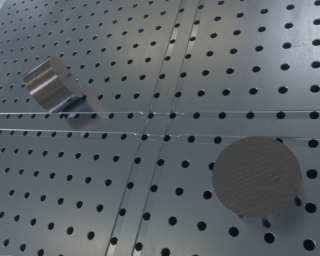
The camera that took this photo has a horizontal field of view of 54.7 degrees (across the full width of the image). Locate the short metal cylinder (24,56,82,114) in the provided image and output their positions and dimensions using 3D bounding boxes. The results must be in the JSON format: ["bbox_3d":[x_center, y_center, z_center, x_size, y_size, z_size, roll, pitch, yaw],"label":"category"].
[{"bbox_3d":[-0.173,-0.070,0.507,0.050,0.080,0.080,-33,52,7],"label":"short metal cylinder"}]

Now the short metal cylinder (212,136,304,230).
[{"bbox_3d":[0.098,0.055,0.307,0.080,0.050,0.080,-13,56,21],"label":"short metal cylinder"}]
